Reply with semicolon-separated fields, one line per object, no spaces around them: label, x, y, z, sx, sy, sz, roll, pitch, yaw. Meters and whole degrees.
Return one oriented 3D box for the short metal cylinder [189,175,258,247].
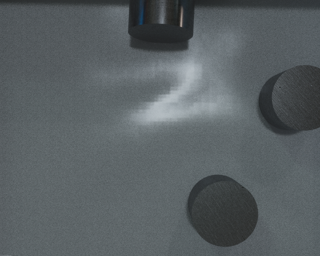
short metal cylinder;0.079;0.104;0.399;0.081;0.050;0.080;0;90;0

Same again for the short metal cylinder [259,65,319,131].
short metal cylinder;0.176;-0.037;0.400;0.081;0.050;0.080;0;90;0

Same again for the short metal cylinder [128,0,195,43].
short metal cylinder;0.002;-0.141;0.384;0.080;0.080;0.050;3;90;0
